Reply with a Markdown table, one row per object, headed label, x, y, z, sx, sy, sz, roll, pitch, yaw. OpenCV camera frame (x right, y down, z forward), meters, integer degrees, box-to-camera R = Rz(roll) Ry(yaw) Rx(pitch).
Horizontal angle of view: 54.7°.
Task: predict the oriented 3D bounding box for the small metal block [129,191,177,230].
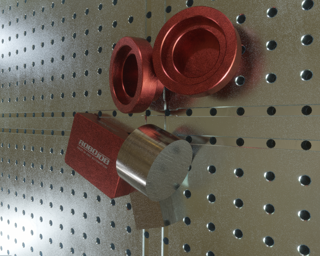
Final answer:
| label | x | y | z | sx | sy | sz | roll | pitch | yaw |
| --- | --- | --- | --- | --- | --- | --- | --- | --- | --- |
| small metal block | -0.010 | 0.107 | 0.416 | 0.050 | 0.025 | 0.050 | -21 | 77 | 37 |

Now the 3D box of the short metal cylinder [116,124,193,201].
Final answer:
| label | x | y | z | sx | sy | sz | roll | pitch | yaw |
| --- | --- | --- | --- | --- | --- | --- | --- | --- | --- |
| short metal cylinder | -0.006 | 0.041 | 0.376 | 0.050 | 0.081 | 0.079 | 27 | 107 | 36 |

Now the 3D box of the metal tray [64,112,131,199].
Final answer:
| label | x | y | z | sx | sy | sz | roll | pitch | yaw |
| --- | --- | --- | --- | --- | --- | --- | --- | --- | --- |
| metal tray | -0.092 | 0.038 | 0.479 | 0.130 | 0.030 | 0.089 | 27 | 106 | 36 |

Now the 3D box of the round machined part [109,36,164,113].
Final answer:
| label | x | y | z | sx | sy | sz | roll | pitch | yaw |
| --- | --- | --- | --- | --- | --- | --- | --- | --- | --- |
| round machined part | -0.028 | -0.068 | 0.407 | 0.098 | 0.042 | 0.097 | 9 | 100 | 57 |

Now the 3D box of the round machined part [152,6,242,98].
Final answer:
| label | x | y | z | sx | sy | sz | roll | pitch | yaw |
| --- | --- | --- | --- | --- | --- | --- | --- | --- | --- |
| round machined part | 0.044 | -0.083 | 0.352 | 0.098 | 0.042 | 0.097 | -2 | 85 | 28 |
